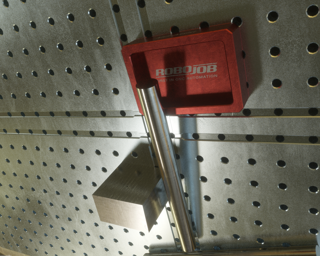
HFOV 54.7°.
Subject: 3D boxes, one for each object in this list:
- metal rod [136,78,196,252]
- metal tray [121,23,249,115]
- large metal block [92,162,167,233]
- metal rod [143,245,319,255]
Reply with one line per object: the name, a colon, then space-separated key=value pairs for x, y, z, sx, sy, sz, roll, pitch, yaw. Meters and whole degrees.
metal rod: x=0.016 y=0.071 z=0.423 sx=0.025 sy=0.025 sz=0.298 roll=4 pitch=128 yaw=26
metal tray: x=0.028 y=-0.062 z=0.354 sx=0.130 sy=0.030 sz=0.089 roll=-1 pitch=118 yaw=28
large metal block: x=-0.038 y=0.099 z=0.457 sx=0.080 sy=0.080 sz=0.050 roll=5 pitch=121 yaw=26
metal rod: x=0.092 y=0.206 z=0.490 sx=0.300 sy=0.025 sz=0.025 roll=-19 pitch=108 yaw=35
